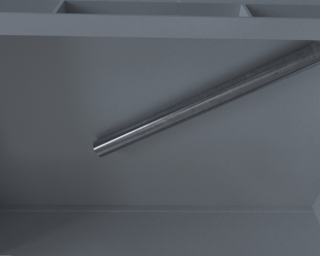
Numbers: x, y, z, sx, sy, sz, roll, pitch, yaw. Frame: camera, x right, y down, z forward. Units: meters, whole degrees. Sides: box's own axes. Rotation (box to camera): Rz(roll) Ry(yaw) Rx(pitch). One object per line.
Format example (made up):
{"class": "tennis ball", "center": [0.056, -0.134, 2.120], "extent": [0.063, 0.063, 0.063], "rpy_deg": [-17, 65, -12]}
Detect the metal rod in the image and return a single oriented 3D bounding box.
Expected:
{"class": "metal rod", "center": [0.046, -0.027, 0.386], "extent": [0.300, 0.025, 0.025], "rpy_deg": [-23, 127, 18]}
